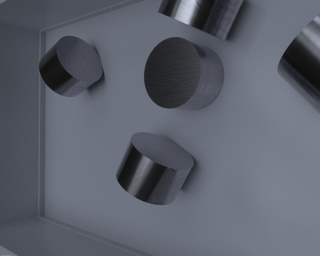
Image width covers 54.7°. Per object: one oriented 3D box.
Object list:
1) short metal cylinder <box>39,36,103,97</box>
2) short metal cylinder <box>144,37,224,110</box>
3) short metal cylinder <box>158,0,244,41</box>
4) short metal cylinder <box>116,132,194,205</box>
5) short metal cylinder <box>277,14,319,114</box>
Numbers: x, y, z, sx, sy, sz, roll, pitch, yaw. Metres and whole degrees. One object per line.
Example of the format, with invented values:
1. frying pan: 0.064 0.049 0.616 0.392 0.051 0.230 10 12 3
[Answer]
1. short metal cylinder: -0.137 -0.095 0.481 0.050 0.081 0.080 -28 73 36
2. short metal cylinder: 0.028 -0.062 0.366 0.080 0.050 0.079 0 90 39
3. short metal cylinder: 0.044 -0.133 0.333 0.080 0.081 0.050 36 112 34
4. short metal cylinder: -0.006 0.047 0.374 0.080 0.081 0.050 38 113 33
5. short metal cylinder: 0.145 -0.055 0.251 0.080 0.081 0.050 -49 61 28
